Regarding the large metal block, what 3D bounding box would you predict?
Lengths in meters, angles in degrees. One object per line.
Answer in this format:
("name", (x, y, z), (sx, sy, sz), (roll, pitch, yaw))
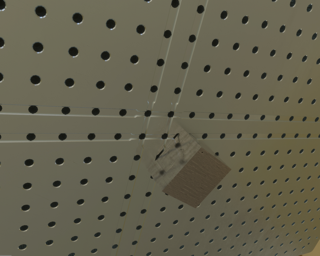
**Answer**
("large metal block", (0.044, 0.061, 0.456), (0.080, 0.050, 0.080), (-49, 129, 6))
